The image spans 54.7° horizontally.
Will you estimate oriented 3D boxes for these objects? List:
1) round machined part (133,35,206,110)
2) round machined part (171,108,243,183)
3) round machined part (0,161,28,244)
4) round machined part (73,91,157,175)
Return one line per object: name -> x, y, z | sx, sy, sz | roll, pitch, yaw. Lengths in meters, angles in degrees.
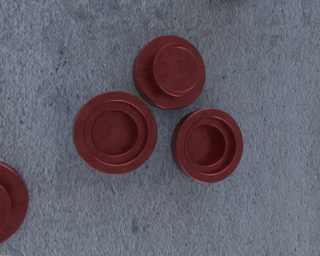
round machined part -> 0.017, -0.073, 0.406 | 0.099, 0.042, 0.097 | 0, 90, -20
round machined part -> 0.060, 0.023, 0.422 | 0.099, 0.042, 0.097 | 0, 90, -20
round machined part -> -0.194, 0.083, 0.329 | 0.099, 0.042, 0.097 | 0, 90, -20
round machined part -> -0.056, 0.005, 0.379 | 0.099, 0.042, 0.097 | 0, 90, -20
